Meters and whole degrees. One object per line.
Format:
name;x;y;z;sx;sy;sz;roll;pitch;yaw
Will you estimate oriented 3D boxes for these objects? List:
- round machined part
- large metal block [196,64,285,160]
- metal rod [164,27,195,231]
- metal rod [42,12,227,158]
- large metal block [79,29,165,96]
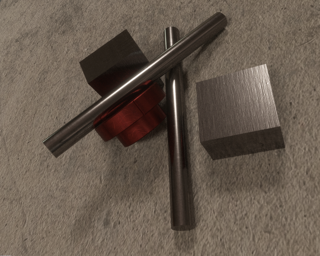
round machined part;-0.031;-0.012;0.394;0.098;0.042;0.098;-36;9;7
large metal block;0.089;-0.016;0.350;0.080;0.050;0.080;-13;56;21
metal rod;0.021;-0.022;0.404;0.025;0.025;0.299;-14;56;20
metal rod;-0.019;-0.067;0.404;0.301;0.025;0.025;-40;50;-20
large metal block;-0.053;-0.078;0.442;0.080;0.080;0.050;-34;52;6
